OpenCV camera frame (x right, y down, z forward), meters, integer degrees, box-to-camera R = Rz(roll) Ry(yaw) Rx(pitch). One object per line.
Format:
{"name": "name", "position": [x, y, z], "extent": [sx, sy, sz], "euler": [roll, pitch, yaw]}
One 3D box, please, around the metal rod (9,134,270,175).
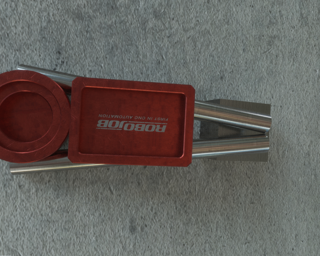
{"name": "metal rod", "position": [-0.017, 0.030, 0.371], "extent": [0.302, 0.025, 0.025], "euler": [-4, 92, -8]}

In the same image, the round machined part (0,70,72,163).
{"name": "round machined part", "position": [-0.146, -0.012, 0.342], "extent": [0.099, 0.042, 0.097], "euler": [0, 90, -10]}

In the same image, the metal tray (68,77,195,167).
{"name": "metal tray", "position": [-0.030, -0.005, 0.342], "extent": [0.131, 0.030, 0.089], "euler": [3, 89, -8]}

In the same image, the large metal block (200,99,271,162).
{"name": "large metal block", "position": [0.104, 0.004, 0.435], "extent": [0.081, 0.050, 0.080], "euler": [4, 89, -20]}

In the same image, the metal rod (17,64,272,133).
{"name": "metal rod", "position": [-0.012, -0.033, 0.372], "extent": [0.302, 0.025, 0.025], "euler": [11, 86, -7]}
